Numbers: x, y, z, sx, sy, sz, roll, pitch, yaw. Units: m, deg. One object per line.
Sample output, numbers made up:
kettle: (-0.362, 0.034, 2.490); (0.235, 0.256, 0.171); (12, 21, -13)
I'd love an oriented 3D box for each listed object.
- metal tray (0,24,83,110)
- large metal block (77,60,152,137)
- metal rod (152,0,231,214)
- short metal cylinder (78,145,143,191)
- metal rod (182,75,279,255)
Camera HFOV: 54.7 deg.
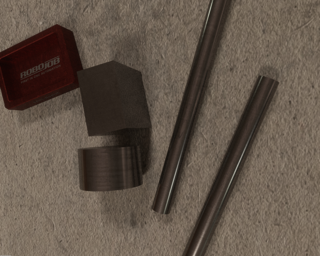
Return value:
metal tray: (-0.184, -0.088, 0.469); (0.130, 0.030, 0.090); (-18, 84, 18)
large metal block: (-0.055, -0.034, 0.398); (0.050, 0.080, 0.080); (-13, 86, 19)
metal rod: (0.041, -0.035, 0.393); (0.025, 0.025, 0.298); (17, 96, 19)
short metal cylinder: (-0.064, 0.049, 0.401); (0.080, 0.080, 0.050); (-4, 89, 19)
metal rod: (0.074, 0.081, 0.382); (0.025, 0.025, 0.298); (24, 98, 18)
